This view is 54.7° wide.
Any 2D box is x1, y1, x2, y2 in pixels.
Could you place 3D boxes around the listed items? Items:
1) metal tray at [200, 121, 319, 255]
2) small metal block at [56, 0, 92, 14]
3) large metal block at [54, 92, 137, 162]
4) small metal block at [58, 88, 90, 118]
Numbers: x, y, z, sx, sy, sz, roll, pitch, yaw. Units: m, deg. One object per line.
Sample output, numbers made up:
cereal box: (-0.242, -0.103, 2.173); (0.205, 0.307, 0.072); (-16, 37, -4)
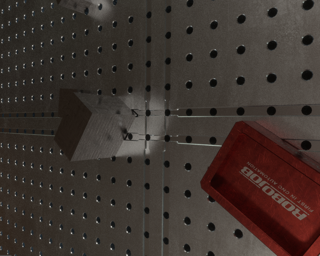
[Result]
metal tray: (0.113, 0.062, 0.311); (0.130, 0.030, 0.089); (40, 114, 32)
small metal block: (-0.147, -0.223, 0.512); (0.025, 0.050, 0.050); (-38, 67, 33)
large metal block: (-0.093, -0.002, 0.448); (0.050, 0.081, 0.080); (44, 116, 31)
small metal block: (-0.147, -0.041, 0.528); (0.050, 0.025, 0.050); (8, 95, 39)
